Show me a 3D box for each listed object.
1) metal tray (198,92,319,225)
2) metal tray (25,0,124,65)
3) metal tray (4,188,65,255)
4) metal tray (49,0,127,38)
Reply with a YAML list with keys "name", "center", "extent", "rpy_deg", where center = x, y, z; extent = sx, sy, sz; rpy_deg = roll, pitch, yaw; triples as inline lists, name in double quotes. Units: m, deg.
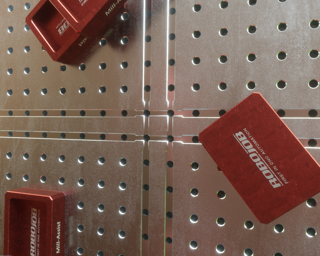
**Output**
- name: "metal tray"
  center: [0.119, 0.034, 0.368]
  extent: [0.090, 0.030, 0.130]
  rpy_deg: [-39, 78, 16]
- name: "metal tray"
  center: [-0.127, -0.169, 0.455]
  extent: [0.130, 0.030, 0.090]
  rpy_deg: [-41, 77, 15]
- name: "metal tray"
  center: [-0.195, 0.163, 0.479]
  extent: [0.090, 0.030, 0.129]
  rpy_deg: [1, 91, 20]
- name: "metal tray"
  center: [-0.082, -0.196, 0.406]
  extent: [0.130, 0.030, 0.090]
  rpy_deg: [-43, 77, 13]
